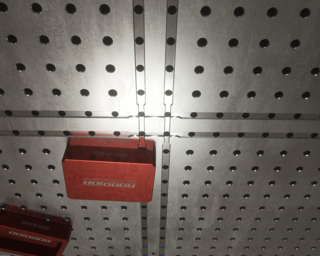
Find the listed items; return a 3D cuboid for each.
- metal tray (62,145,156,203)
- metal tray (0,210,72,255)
[{"bbox_3d":[-0.075,0.072,0.468,0.131,0.030,0.089,4,130,-4],"label":"metal tray"},{"bbox_3d":[-0.242,0.205,0.578,0.131,0.030,0.089,20,127,-17],"label":"metal tray"}]
